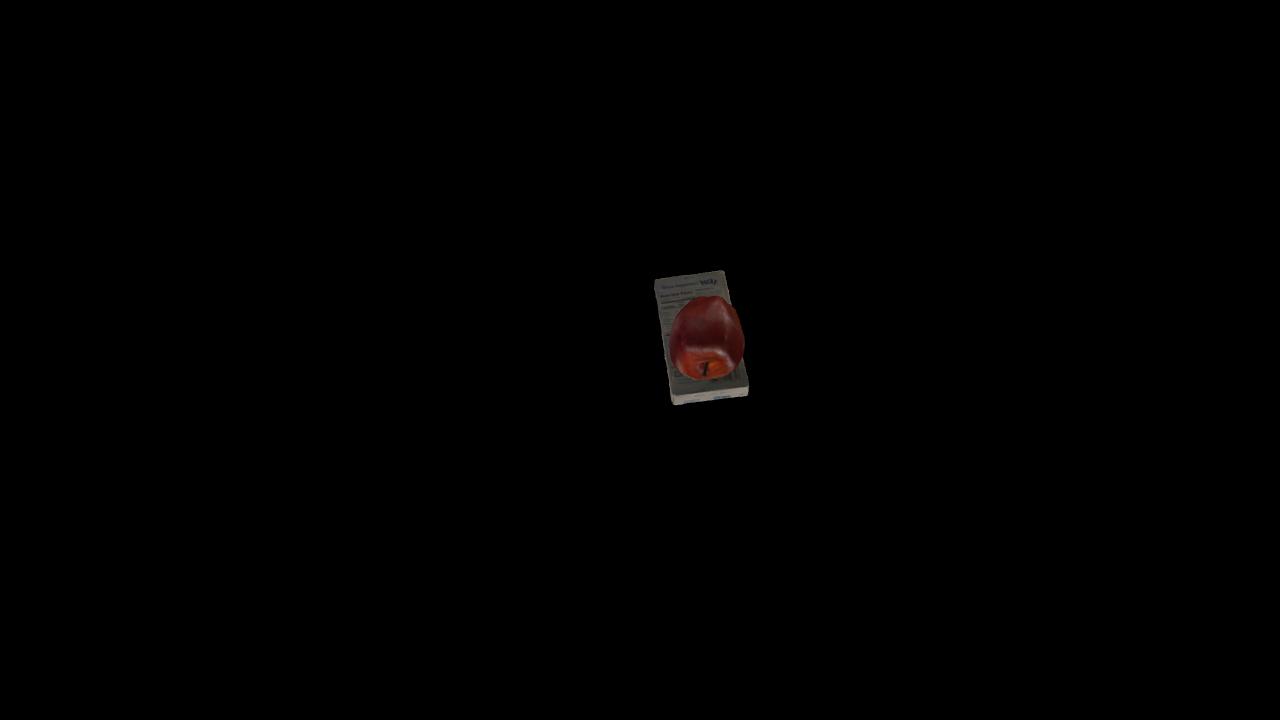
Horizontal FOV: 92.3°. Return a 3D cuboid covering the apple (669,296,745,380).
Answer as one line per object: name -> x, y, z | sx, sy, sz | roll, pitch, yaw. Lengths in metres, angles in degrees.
apple -> 0.068, -0.022, 0.633 | 0.079, 0.093, 0.079 | 5, -37, 4

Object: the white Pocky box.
white Pocky box -> 0.065, -0.028, 0.678 | 0.084, 0.154, 0.028 | -7, -30, 0
